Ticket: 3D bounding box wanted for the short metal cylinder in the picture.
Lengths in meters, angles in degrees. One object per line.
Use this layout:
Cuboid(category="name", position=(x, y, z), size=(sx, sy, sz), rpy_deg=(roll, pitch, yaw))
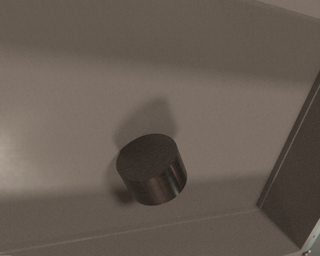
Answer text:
Cuboid(category="short metal cylinder", position=(-0.010, 0.053, 0.402), size=(0.080, 0.080, 0.050), rpy_deg=(-29, 129, -10))
